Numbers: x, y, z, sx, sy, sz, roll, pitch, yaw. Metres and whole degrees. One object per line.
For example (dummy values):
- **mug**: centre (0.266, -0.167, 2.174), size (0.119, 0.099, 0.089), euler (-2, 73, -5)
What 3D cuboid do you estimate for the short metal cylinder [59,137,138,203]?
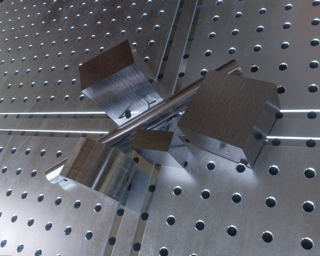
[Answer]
- **short metal cylinder**: centre (-0.074, 0.052, 0.377), size (0.080, 0.080, 0.050), euler (12, 68, 33)

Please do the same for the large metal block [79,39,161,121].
- **large metal block**: centre (-0.056, -0.065, 0.442), size (0.080, 0.080, 0.050), euler (-25, 53, 12)

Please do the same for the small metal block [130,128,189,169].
- **small metal block**: centre (0.001, 0.025, 0.375), size (0.050, 0.050, 0.025), euler (5, 65, 30)

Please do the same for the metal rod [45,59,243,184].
- **metal rod**: centre (-0.027, -0.005, 0.423), size (0.301, 0.025, 0.025), euler (-30, 52, 8)

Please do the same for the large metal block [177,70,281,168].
- **large metal block**: centre (0.080, -0.013, 0.354), size (0.080, 0.050, 0.080), euler (21, 73, 35)
